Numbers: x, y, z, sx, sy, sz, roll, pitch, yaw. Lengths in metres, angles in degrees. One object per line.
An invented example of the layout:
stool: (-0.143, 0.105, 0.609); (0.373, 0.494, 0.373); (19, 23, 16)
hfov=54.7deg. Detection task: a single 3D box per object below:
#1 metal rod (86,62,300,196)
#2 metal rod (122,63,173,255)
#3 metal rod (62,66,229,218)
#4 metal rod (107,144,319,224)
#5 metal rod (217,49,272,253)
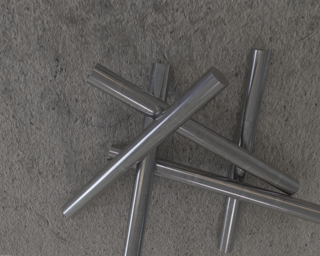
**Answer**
metal rod: (0.052, 0.010, 0.379); (0.301, 0.025, 0.025); (29, 108, -16)
metal rod: (-0.021, 0.069, 0.395); (0.025, 0.025, 0.298); (9, 95, -4)
metal rod: (-0.037, 0.035, 0.376); (0.025, 0.025, 0.299); (40, 123, -14)
metal rod: (0.077, 0.075, 0.415); (0.301, 0.025, 0.025); (16, 110, 3)
metal rod: (0.112, 0.044, 0.426); (0.025, 0.025, 0.298); (4, 110, -2)
